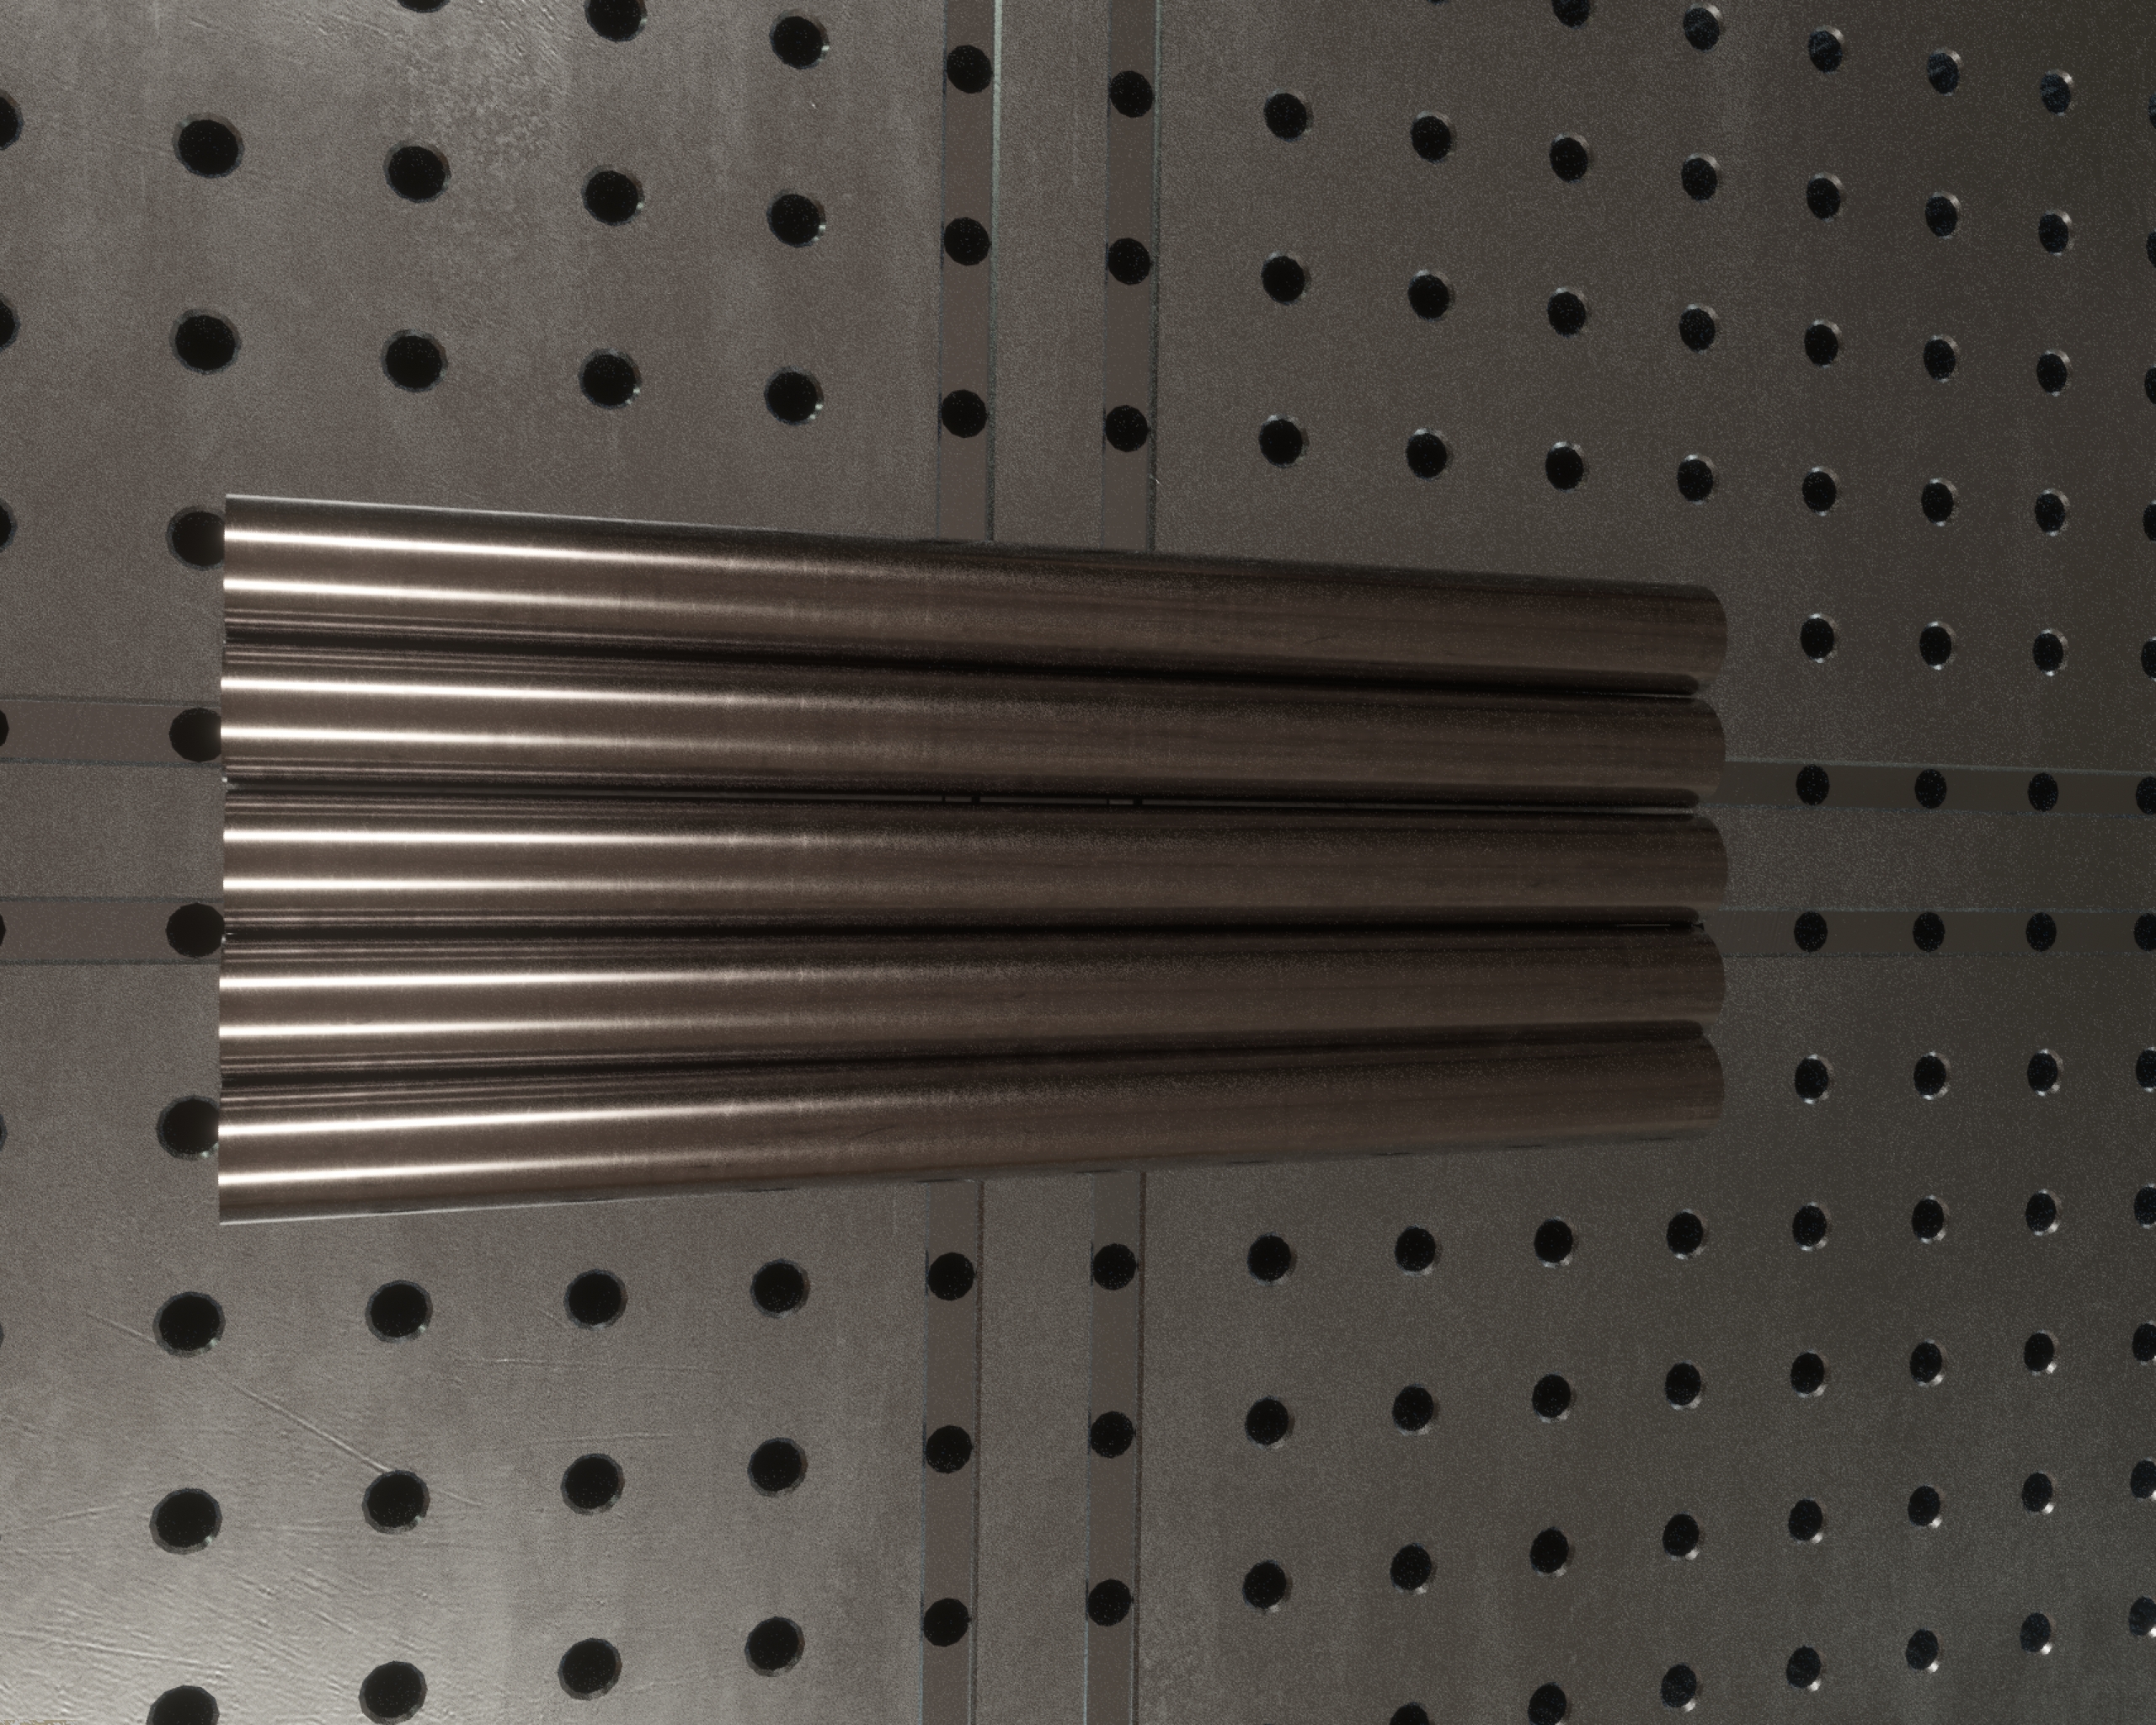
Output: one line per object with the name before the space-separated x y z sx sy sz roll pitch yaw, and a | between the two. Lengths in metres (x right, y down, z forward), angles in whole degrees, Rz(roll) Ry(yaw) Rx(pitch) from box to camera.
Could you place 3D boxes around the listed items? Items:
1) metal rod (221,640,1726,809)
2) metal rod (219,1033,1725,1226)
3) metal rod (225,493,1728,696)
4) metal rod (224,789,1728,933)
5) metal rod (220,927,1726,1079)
metal rod | -0.005 -0.025 0.412 0.303 0.025 0.025 0 90 -21
metal rod | -0.006 0.050 0.411 0.303 0.025 0.025 0 90 -21
metal rod | -0.005 -0.050 0.412 0.303 0.025 0.025 0 90 -21
metal rod | -0.005 0.001 0.412 0.303 0.025 0.025 0 90 -21
metal rod | -0.005 0.026 0.411 0.303 0.025 0.025 0 90 -21
